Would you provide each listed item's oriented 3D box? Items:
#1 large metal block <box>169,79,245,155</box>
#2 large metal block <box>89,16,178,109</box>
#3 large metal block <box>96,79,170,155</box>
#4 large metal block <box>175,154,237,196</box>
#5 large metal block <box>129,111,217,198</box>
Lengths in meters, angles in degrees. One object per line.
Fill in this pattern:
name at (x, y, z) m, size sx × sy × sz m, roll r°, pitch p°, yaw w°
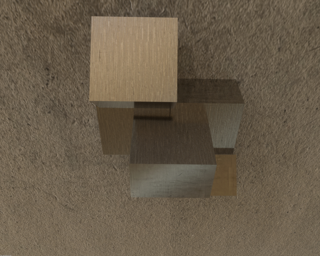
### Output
large metal block at (0.051, -0.013, 0.380) m, size 0.081 × 0.050 × 0.079 m, roll 1°, pitch 130°, yaw -1°
large metal block at (-0.024, -0.063, 0.311) m, size 0.081 × 0.050 × 0.080 m, roll 1°, pitch 86°, yaw -1°
large metal block at (-0.030, -0.013, 0.379) m, size 0.081 × 0.050 × 0.079 m, roll 1°, pitch 130°, yaw -1°
large metal block at (0.052, 0.060, 0.416) m, size 0.081 × 0.080 × 0.050 m, roll 0°, pitch 86°, yaw -1°
large metal block at (0.011, 0.026, 0.330) m, size 0.081 × 0.080 × 0.050 m, roll 1°, pitch 130°, yaw -1°
